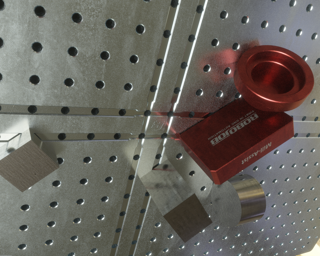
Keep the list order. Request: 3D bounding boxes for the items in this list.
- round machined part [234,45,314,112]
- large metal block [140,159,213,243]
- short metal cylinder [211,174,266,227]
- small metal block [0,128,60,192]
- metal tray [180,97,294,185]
[{"bbox_3d":[0.147,-0.061,0.413,0.099,0.098,0.042,-21,152,-16],"label":"round machined part"},{"bbox_3d":[0.024,0.106,0.454,0.050,0.080,0.080,-35,129,-5],"label":"large metal block"},{"bbox_3d":[0.130,0.121,0.521,0.050,0.080,0.079,-6,121,-26],"label":"short metal cylinder"},{"bbox_3d":[-0.152,0.037,0.351,0.050,0.025,0.050,-35,129,-5],"label":"small metal block"},{"bbox_3d":[0.105,0.010,0.431,0.131,0.090,0.030,-31,131,-8],"label":"metal tray"}]
